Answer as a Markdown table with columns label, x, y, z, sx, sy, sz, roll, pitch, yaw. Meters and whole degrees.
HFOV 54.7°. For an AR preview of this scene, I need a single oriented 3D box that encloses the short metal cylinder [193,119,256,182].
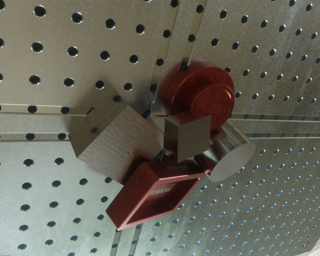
| label | x | y | z | sx | sy | sz | roll | pitch | yaw |
| --- | --- | --- | --- | --- | --- | --- | --- | --- | --- |
| short metal cylinder | 0.091 | 0.033 | 0.450 | 0.081 | 0.050 | 0.080 | -25 | 145 | -19 |

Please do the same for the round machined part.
| label | x | y | z | sx | sy | sz | roll | pitch | yaw |
| --- | --- | --- | --- | --- | --- | --- | --- | --- | --- |
| round machined part | 0.059 | -0.034 | 0.411 | 0.099 | 0.042 | 0.097 | -14 | 124 | -21 |

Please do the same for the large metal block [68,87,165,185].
| label | x | y | z | sx | sy | sz | roll | pitch | yaw |
| --- | --- | --- | --- | --- | --- | --- | --- | --- | --- |
| large metal block | -0.049 | 0.012 | 0.376 | 0.080 | 0.050 | 0.080 | -46 | 129 | 4 |

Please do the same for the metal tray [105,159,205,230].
| label | x | y | z | sx | sy | sz | roll | pitch | yaw |
| --- | --- | --- | --- | --- | --- | --- | --- | --- | --- |
| metal tray | -0.001 | 0.087 | 0.424 | 0.090 | 0.030 | 0.131 | -54 | 151 | 19 |

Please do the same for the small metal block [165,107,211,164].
| label | x | y | z | sx | sy | sz | roll | pitch | yaw |
| --- | --- | --- | --- | --- | --- | --- | --- | --- | --- |
| small metal block | 0.033 | 0.008 | 0.374 | 0.050 | 0.025 | 0.050 | -20 | 124 | -31 |
